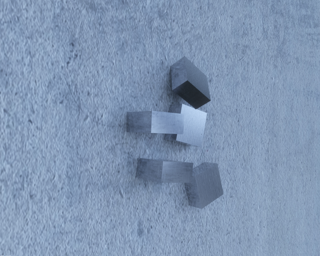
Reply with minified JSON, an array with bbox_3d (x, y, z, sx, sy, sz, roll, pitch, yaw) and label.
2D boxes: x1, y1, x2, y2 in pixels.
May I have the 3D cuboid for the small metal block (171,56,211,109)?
[{"bbox_3d":[0.042,-0.062,0.425,0.050,0.025,0.050,34,38,-35],"label":"small metal block"}]

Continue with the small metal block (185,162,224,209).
[{"bbox_3d":[0.064,0.084,0.458,0.050,0.025,0.050,-21,104,-38],"label":"small metal block"}]

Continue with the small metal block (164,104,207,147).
[{"bbox_3d":[0.036,-0.003,0.435,0.050,0.025,0.050,16,80,-39],"label":"small metal block"}]

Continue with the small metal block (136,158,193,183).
[{"bbox_3d":[0.006,0.053,0.393,0.050,0.050,0.025,8,85,-40],"label":"small metal block"}]

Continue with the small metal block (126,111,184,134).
[{"bbox_3d":[-0.006,-0.006,0.383,0.050,0.050,0.025,3,88,-40],"label":"small metal block"}]
